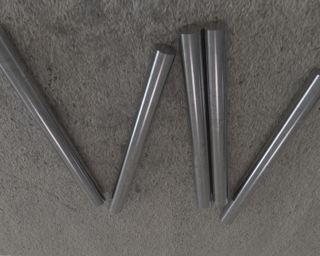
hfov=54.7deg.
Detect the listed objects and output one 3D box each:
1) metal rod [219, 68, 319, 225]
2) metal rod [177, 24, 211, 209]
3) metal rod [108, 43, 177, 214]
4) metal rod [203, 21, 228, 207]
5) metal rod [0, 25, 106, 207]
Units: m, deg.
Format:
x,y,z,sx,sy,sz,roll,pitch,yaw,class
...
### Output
x,y,z,sx,sy,sz,roll,pitch,yaw,class
0.152,0.048,0.449,0.025,0.025,0.298,11,129,-9,metal rod
0.052,0.010,0.415,0.025,0.025,0.298,-6,130,5,metal rod
-0.034,0.024,0.426,0.025,0.025,0.298,12,129,-10,metal rod
0.078,0.007,0.413,0.025,0.025,0.298,-6,130,5,metal rod
-0.138,0.009,0.413,0.025,0.025,0.299,-11,130,9,metal rod
